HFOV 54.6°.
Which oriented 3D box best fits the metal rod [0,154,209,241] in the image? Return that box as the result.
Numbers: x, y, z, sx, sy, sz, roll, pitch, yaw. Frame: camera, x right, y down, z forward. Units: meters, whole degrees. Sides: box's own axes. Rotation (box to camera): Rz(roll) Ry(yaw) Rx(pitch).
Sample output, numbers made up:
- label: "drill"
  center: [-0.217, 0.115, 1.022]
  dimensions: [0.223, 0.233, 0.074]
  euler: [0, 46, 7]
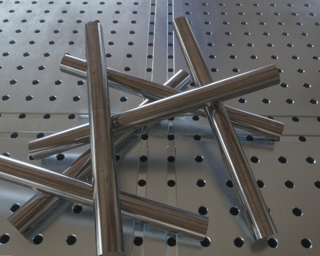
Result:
- label: "metal rod"
  center: [-0.098, 0.062, 0.325]
  dimensions: [0.301, 0.025, 0.025]
  euler: [16, 52, 2]

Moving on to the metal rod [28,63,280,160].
- label: "metal rod"
  center: [-0.011, -0.017, 0.367]
  dimensions: [0.301, 0.025, 0.025]
  euler: [-17, 51, 5]

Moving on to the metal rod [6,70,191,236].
- label: "metal rod"
  center: [-0.056, 0.013, 0.396]
  dimensions: [0.025, 0.025, 0.301]
  euler: [31, 56, 23]

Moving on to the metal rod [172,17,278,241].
- label: "metal rod"
  center: [0.069, -0.019, 0.378]
  dimensions: [0.025, 0.025, 0.299]
  euler: [-12, 65, -10]

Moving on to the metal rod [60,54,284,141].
- label: "metal rod"
  center: [0.013, -0.042, 0.413]
  dimensions: [0.301, 0.025, 0.025]
  euler: [18, 52, 3]

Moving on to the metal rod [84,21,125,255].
- label: "metal rod"
  center: [-0.068, -0.013, 0.349]
  dimensions: [0.025, 0.025, 0.299]
  euler: [-7, 58, -6]
